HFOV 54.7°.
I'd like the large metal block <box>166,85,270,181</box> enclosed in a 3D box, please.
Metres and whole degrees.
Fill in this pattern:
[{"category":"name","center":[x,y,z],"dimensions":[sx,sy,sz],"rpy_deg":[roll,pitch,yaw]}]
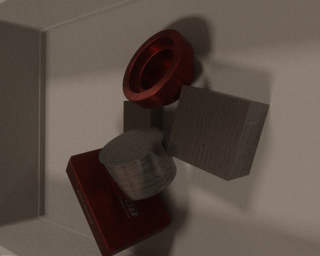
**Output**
[{"category":"large metal block","center":[0.061,0.002,0.339],"dimensions":[0.080,0.050,0.079],"rpy_deg":[21,103,37]}]

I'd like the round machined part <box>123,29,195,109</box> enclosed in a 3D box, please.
[{"category":"round machined part","center":[0.003,-0.066,0.376],"dimensions":[0.098,0.042,0.098],"rpy_deg":[-27,48,34]}]

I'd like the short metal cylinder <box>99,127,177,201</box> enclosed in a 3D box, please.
[{"category":"short metal cylinder","center":[-0.026,0.041,0.372],"dimensions":[0.080,0.080,0.050],"rpy_deg":[2,123,39]}]

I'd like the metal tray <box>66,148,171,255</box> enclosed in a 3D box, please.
[{"category":"metal tray","center":[-0.056,0.087,0.404],"dimensions":[0.130,0.091,0.030],"rpy_deg":[59,142,23]}]

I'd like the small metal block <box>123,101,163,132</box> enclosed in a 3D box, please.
[{"category":"small metal block","center":[-0.023,-0.012,0.424],"dimensions":[0.050,0.025,0.050],"rpy_deg":[1,91,39]}]
